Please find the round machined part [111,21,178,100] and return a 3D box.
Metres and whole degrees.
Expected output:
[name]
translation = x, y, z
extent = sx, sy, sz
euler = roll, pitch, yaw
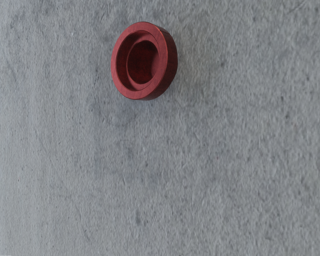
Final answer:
[round machined part]
translation = -0.016, -0.084, 0.405
extent = 0.098, 0.042, 0.097
euler = 0, 90, 39
